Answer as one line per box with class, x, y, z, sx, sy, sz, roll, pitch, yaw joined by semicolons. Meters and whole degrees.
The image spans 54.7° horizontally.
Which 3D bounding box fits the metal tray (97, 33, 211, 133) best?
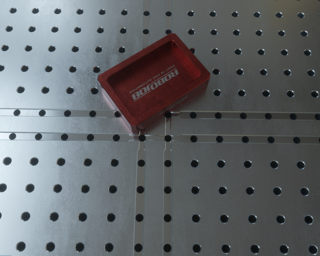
metal tray;-0.008;-0.065;0.432;0.131;0.030;0.090;-34;74;-12
